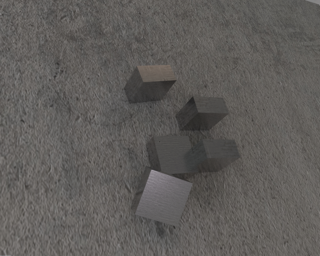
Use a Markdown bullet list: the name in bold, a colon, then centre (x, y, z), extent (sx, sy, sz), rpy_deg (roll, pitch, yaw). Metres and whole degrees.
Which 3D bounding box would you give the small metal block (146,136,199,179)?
- **small metal block**: centre (0.014, 0.038, 0.388), extent (0.050, 0.025, 0.050), rpy_deg (1, 62, -28)

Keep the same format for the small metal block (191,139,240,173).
- **small metal block**: centre (0.065, 0.037, 0.400), extent (0.050, 0.050, 0.025), rpy_deg (2, 61, -28)

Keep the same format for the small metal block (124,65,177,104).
- **small metal block**: centre (-0.014, -0.059, 0.416), extent (0.050, 0.050, 0.025), rpy_deg (-9, 67, -32)

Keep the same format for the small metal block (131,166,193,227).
- **small metal block**: centre (0.002, 0.075, 0.344), extent (0.050, 0.025, 0.050), rpy_deg (21, 86, -16)

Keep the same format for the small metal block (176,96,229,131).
- **small metal block**: centre (0.058, -0.019, 0.430), extent (0.050, 0.050, 0.025), rpy_deg (0, 62, -28)
